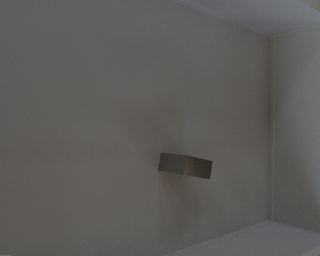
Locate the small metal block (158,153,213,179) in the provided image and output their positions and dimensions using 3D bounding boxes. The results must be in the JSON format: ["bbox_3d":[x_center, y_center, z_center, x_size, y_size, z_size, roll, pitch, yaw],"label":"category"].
[{"bbox_3d":[0.034,0.052,0.422,0.050,0.050,0.025,16,80,-39],"label":"small metal block"}]
